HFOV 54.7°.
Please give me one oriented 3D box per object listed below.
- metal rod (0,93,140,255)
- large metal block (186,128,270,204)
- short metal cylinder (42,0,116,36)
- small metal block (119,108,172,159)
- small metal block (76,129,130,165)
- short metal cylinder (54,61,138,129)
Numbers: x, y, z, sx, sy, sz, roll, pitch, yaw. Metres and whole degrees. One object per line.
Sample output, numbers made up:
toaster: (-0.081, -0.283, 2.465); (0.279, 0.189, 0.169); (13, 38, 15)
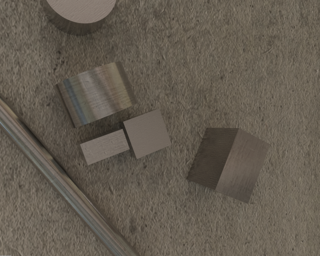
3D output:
metal rod: (-0.099, 0.086, 0.373); (0.025, 0.025, 0.299); (-40, 103, -16)
large metal block: (0.088, 0.046, 0.414); (0.050, 0.080, 0.080); (26, 82, -19)
short metal cylinder: (-0.095, -0.154, 0.361); (0.081, 0.050, 0.079); (0, 90, -21)
small metal block: (-0.019, 0.007, 0.403); (0.050, 0.025, 0.050); (-22, 98, -19)
small metal block: (-0.070, 0.021, 0.371); (0.050, 0.050, 0.025); (-21, 97, -19)
short metal cylinder: (-0.072, -0.038, 0.354); (0.081, 0.080, 0.050); (-24, 99, -19)
